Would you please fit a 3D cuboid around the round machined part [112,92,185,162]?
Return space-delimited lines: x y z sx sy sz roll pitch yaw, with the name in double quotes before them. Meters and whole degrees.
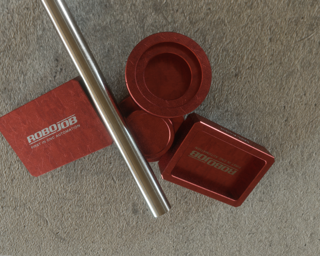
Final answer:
"round machined part" -0.016 0.001 0.403 0.099 0.042 0.097 0 110 0

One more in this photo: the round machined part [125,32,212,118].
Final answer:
"round machined part" 0.008 -0.060 0.368 0.099 0.042 0.097 0 88 -7

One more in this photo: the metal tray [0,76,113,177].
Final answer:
"metal tray" -0.130 0.000 0.395 0.130 0.030 0.090 -23 106 17

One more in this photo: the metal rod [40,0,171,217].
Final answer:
"metal rod" -0.065 -0.032 0.363 0.025 0.025 0.299 -26 95 9

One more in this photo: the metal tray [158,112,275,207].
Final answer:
"metal tray" 0.075 0.046 0.414 0.131 0.030 0.090 25 108 -20
